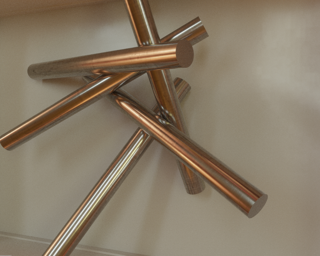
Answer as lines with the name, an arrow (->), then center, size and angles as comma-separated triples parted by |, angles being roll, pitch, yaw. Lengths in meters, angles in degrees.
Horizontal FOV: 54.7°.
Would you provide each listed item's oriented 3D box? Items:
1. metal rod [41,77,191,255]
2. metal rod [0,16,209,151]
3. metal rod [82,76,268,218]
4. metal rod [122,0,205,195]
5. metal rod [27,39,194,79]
metal rod -> -0.056, 0.061, 0.367 | 0.025, 0.025, 0.300 | 32, 76, 17
metal rod -> -0.080, -0.047, 0.385 | 0.300, 0.025, 0.025 | -27, 81, 15
metal rod -> -0.010, -0.006, 0.354 | 0.300, 0.025, 0.025 | 38, 103, 39
metal rod -> 0.000, -0.055, 0.346 | 0.025, 0.025, 0.298 | -11, 111, 20
metal rod -> -0.086, -0.077, 0.377 | 0.300, 0.025, 0.025 | 6, 92, 44
